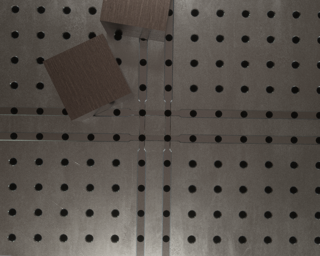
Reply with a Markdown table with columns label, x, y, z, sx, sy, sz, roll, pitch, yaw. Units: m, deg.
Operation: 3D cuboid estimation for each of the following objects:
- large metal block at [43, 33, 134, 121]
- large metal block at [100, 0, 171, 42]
| label | x | y | z | sx | sy | sz | roll | pitch | yaw |
| --- | --- | --- | --- | --- | --- | --- | --- | --- | --- |
| large metal block | -0.088 | -0.062 | 0.400 | 0.080 | 0.050 | 0.080 | -26 | 90 | -1 |
| large metal block | -0.027 | -0.163 | 0.400 | 0.080 | 0.050 | 0.080 | 10 | 90 | -1 |
